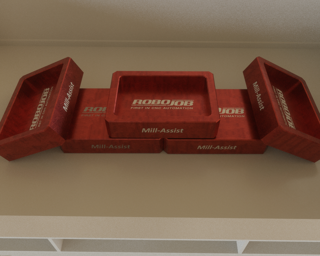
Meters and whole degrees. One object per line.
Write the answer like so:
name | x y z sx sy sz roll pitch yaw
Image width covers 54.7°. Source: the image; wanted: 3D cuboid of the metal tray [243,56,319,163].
metal tray | 0.161 -0.027 0.398 0.091 0.030 0.130 19 46 -21

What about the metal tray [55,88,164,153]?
metal tray | -0.061 -0.011 0.410 0.131 0.030 0.090 0 50 0

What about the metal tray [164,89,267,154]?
metal tray | 0.070 -0.011 0.410 0.131 0.030 0.090 0 50 0

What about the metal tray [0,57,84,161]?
metal tray | -0.154 -0.027 0.399 0.090 0.030 0.130 -16 47 19

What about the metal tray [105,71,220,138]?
metal tray | 0.003 -0.031 0.387 0.131 0.030 0.090 0 49 0
